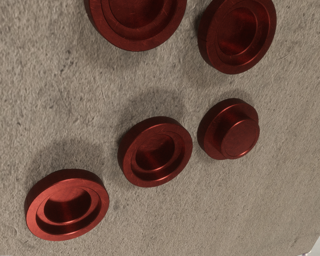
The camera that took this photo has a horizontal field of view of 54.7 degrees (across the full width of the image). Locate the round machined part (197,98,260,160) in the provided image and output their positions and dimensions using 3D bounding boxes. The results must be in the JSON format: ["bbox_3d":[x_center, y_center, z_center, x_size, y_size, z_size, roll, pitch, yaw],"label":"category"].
[{"bbox_3d":[0.109,0.008,0.462,0.099,0.042,0.097,-14,125,-21],"label":"round machined part"}]

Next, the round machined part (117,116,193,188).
[{"bbox_3d":[-0.010,0.027,0.409,0.099,0.042,0.097,-14,125,-21],"label":"round machined part"}]

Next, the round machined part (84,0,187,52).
[{"bbox_3d":[-0.026,-0.128,0.303,0.099,0.042,0.097,-14,125,-21],"label":"round machined part"}]

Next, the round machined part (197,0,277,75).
[{"bbox_3d":[0.087,-0.118,0.372,0.099,0.042,0.097,-14,125,-21],"label":"round machined part"}]

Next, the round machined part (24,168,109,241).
[{"bbox_3d":[-0.117,0.090,0.389,0.099,0.042,0.097,-14,125,-21],"label":"round machined part"}]
